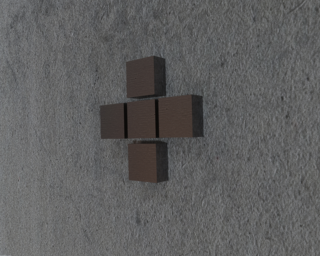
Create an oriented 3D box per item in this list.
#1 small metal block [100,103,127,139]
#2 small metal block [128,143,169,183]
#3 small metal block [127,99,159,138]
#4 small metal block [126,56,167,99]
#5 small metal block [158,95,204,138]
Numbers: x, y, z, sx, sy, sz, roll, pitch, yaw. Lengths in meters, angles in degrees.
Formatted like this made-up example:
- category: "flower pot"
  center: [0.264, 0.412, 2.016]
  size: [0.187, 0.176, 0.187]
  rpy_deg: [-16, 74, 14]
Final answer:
- category: "small metal block"
  center: [-0.061, -0.009, 0.455]
  size: [0.050, 0.025, 0.050]
  rpy_deg: [-2, 89, 39]
- category: "small metal block"
  center: [-0.016, 0.046, 0.418]
  size: [0.050, 0.025, 0.050]
  rpy_deg: [-3, 88, 39]
- category: "small metal block"
  center: [-0.017, -0.011, 0.419]
  size: [0.050, 0.025, 0.050]
  rpy_deg: [-2, 89, 39]
- category: "small metal block"
  center: [-0.019, -0.067, 0.420]
  size: [0.050, 0.025, 0.050]
  rpy_deg: [-2, 89, 39]
- category: "small metal block"
  center: [0.026, -0.013, 0.384]
  size: [0.050, 0.025, 0.050]
  rpy_deg: [-2, 89, 39]
